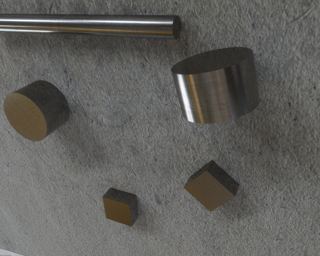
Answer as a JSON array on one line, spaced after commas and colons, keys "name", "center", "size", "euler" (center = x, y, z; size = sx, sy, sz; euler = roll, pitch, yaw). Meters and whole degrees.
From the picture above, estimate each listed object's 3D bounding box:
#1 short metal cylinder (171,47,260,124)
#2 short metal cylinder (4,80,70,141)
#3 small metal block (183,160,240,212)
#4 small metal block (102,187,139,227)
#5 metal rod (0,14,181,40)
[{"name": "short metal cylinder", "center": [0.056, -0.045, 0.314], "size": [0.080, 0.080, 0.050], "euler": [-2, 117, 29]}, {"name": "short metal cylinder", "center": [-0.187, -0.027, 0.473], "size": [0.080, 0.050, 0.079], "euler": [13, 124, 21]}, {"name": "small metal block", "center": [0.069, 0.079, 0.419], "size": [0.050, 0.025, 0.050], "euler": [42, 129, -2]}, {"name": "small metal block", "center": [-0.066, 0.134, 0.524], "size": [0.050, 0.025, 0.050], "euler": [11, 123, 22]}, {"name": "metal rod", "center": [-0.119, -0.130, 0.389], "size": [0.301, 0.025, 0.025], "euler": [9, 123, 23]}]
